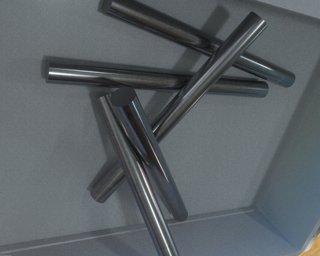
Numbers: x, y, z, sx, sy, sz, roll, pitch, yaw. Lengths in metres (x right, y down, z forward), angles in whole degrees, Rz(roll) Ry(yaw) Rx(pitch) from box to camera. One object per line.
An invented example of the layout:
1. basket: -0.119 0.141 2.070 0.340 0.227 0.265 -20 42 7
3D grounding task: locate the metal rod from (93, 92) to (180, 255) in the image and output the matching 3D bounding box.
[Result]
1. metal rod: -0.013 0.100 0.384 0.025 0.025 0.298 -24 102 -14

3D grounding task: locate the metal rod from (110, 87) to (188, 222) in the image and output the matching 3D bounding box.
1. metal rod: 0.000 0.058 0.405 0.025 0.025 0.299 -32 142 -8

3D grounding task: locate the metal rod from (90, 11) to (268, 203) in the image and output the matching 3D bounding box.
1. metal rod: 0.013 -0.014 0.382 0.025 0.025 0.299 30 110 -38

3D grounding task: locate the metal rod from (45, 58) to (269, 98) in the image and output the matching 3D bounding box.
1. metal rod: 0.019 -0.057 0.385 0.303 0.025 0.025 0 118 -29

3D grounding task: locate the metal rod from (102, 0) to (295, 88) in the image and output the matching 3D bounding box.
1. metal rod: 0.072 -0.099 0.388 0.302 0.025 0.025 12 112 -34
